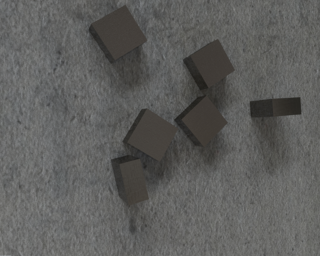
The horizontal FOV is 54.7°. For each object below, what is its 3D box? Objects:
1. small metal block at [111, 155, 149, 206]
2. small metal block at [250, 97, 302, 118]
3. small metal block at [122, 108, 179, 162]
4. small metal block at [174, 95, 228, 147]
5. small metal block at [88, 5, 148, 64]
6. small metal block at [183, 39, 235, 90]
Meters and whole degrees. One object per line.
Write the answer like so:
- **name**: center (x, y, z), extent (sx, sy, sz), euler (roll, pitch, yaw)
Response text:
- **small metal block**: center (-0.038, 0.062, 0.383), extent (0.025, 0.050, 0.050), euler (-14, 95, -20)
- **small metal block**: center (0.171, -0.030, 0.461), extent (0.050, 0.050, 0.025), euler (-5, 92, -20)
- **small metal block**: center (-0.012, 0.009, 0.405), extent (0.050, 0.025, 0.050), euler (33, 79, -18)
- **small metal block**: center (0.057, -0.009, 0.432), extent (0.050, 0.025, 0.050), euler (-44, 104, -15)
- **small metal block**: center (-0.053, -0.117, 0.390), extent (0.050, 0.025, 0.050), euler (-36, 102, -17)
- **small metal block**: center (0.069, -0.089, 0.436), extent (0.050, 0.025, 0.050), euler (-35, 102, -17)
